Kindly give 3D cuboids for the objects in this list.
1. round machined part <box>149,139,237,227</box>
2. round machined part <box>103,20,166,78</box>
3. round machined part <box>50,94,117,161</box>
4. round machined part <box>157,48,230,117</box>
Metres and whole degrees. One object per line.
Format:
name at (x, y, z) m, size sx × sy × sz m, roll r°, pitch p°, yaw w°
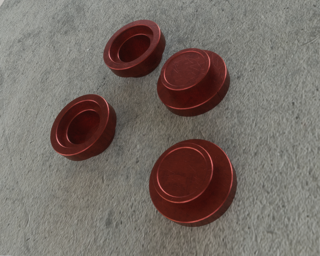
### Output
round machined part at (0.031, 0.055, 0.343) m, size 0.098 × 0.042 × 0.098 m, roll -13°, pitch 56°, yaw 21°
round machined part at (-0.036, -0.118, 0.484) m, size 0.098 × 0.042 × 0.098 m, roll -13°, pitch 56°, yaw 21°
round machined part at (-0.104, 0.003, 0.446) m, size 0.098 × 0.042 × 0.098 m, roll -13°, pitch 56°, yaw 21°
round machined part at (0.040, -0.067, 0.413) m, size 0.098 × 0.042 × 0.098 m, roll -13°, pitch 56°, yaw 21°
